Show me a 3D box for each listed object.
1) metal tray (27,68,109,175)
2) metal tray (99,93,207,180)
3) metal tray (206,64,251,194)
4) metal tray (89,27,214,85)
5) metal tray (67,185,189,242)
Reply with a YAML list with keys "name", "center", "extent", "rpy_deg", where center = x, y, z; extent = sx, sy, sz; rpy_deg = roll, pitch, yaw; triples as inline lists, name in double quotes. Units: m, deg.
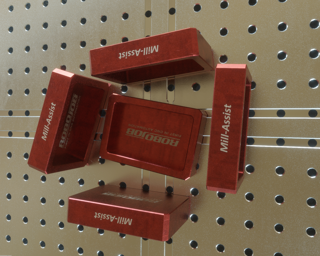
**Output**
- name: "metal tray"
  center: [-0.121, -0.008, 0.421]
  extent: [0.030, 0.090, 0.129]
  rpy_deg: [19, 96, 19]
- name: "metal tray"
  center: [-0.011, 0.009, 0.413]
  extent: [0.130, 0.030, 0.090]
  rpy_deg: [12, 94, 19]
- name: "metal tray"
  center: [0.080, 0.000, 0.350]
  extent: [0.030, 0.090, 0.129]
  rpy_deg: [5, 92, 20]
- name: "metal tray"
  center: [-0.008, -0.083, 0.381]
  extent: [0.130, 0.090, 0.030]
  rpy_deg: [-7, 88, 20]
- name: "metal tray"
  center: [-0.037, 0.102, 0.392]
  extent: [0.130, 0.090, 0.030]
  rpy_deg: [4, 92, 20]
